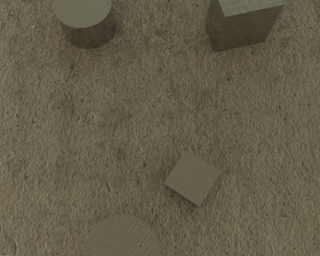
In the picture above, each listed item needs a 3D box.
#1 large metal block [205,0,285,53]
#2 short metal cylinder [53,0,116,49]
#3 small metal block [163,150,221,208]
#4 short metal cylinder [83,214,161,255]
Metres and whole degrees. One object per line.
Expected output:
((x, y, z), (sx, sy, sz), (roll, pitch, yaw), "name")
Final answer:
((0.114, -0.158, 0.438), (0.081, 0.080, 0.050), (-14, 71, -5), "large metal block")
((-0.108, -0.164, 0.454), (0.081, 0.050, 0.080), (0, 70, 0), "short metal cylinder")
((0.039, 0.064, 0.385), (0.050, 0.025, 0.050), (32, 73, 11), "small metal block")
((-0.039, 0.139, 0.344), (0.081, 0.050, 0.080), (0, 70, 0), "short metal cylinder")
